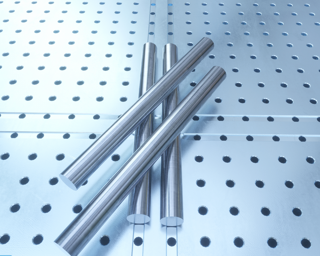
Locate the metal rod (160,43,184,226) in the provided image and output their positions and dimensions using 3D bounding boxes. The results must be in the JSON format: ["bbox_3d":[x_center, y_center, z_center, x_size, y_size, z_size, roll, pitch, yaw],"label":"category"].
[{"bbox_3d":[0.015,-0.016,0.422,0.025,0.025,0.300,1,50,1],"label":"metal rod"}]

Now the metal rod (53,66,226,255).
[{"bbox_3d":[-0.002,0.017,0.361,0.025,0.025,0.301,28,55,21],"label":"metal rod"}]

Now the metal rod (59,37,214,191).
[{"bbox_3d":[-0.012,-0.037,0.407,0.025,0.025,0.301,28,55,21],"label":"metal rod"}]

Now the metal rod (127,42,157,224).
[{"bbox_3d":[-0.020,-0.019,0.424,0.025,0.025,0.300,1,50,1],"label":"metal rod"}]
